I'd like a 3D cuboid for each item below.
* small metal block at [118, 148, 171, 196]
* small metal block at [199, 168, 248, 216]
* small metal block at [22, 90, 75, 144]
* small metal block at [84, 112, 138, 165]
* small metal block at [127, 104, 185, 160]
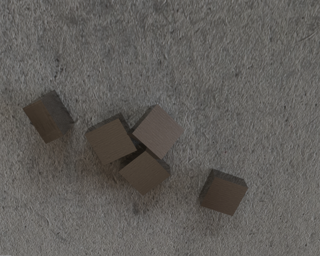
[{"bbox_3d":[-0.021,0.058,0.431,0.050,0.025,0.050,-39,106,13],"label":"small metal block"},{"bbox_3d":[0.090,0.092,0.445,0.050,0.025,0.050,20,109,-7],"label":"small metal block"},{"bbox_3d":[-0.138,-0.015,0.389,0.025,0.050,0.050,-24,109,9],"label":"small metal block"},{"bbox_3d":[-0.064,0.015,0.414,0.050,0.025,0.050,-25,108,9],"label":"small metal block"},{"bbox_3d":[-0.005,0.005,0.400,0.050,0.025,0.050,43,73,-14],"label":"small metal block"}]
